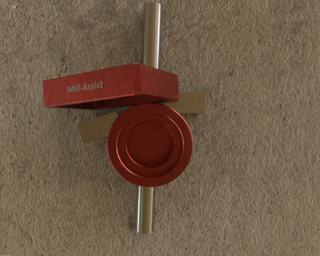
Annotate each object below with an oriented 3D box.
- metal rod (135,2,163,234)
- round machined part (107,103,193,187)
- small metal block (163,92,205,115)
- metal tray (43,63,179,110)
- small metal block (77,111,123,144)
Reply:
[{"bbox_3d":[-0.015,-0.013,0.411,0.025,0.025,0.298,2,90,-1],"label":"metal rod"},{"bbox_3d":[-0.012,0.018,0.375,0.099,0.042,0.097,0,93,-3],"label":"round machined part"},{"bbox_3d":[0.029,-0.030,0.399,0.050,0.050,0.025,-2,90,-1],"label":"small metal block"},{"bbox_3d":[-0.055,-0.042,0.355,0.130,0.090,0.030,-4,89,29],"label":"metal tray"},{"bbox_3d":[-0.072,-0.001,0.398,0.050,0.050,0.025,-19,90,0],"label":"small metal block"}]
